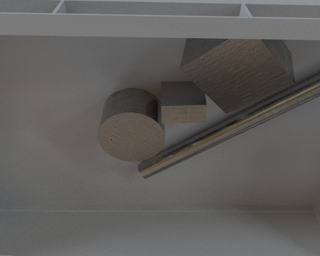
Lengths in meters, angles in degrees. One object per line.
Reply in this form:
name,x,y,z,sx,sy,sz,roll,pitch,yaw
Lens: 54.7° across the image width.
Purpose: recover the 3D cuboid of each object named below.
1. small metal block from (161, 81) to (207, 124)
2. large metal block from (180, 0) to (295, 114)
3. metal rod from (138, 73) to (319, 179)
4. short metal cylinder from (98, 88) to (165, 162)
small metal block,0.027,-0.031,0.366,0.050,0.050,0.025,-2,130,1
large metal block,0.080,-0.070,0.322,0.080,0.050,0.080,-25,128,38
metal rod,0.098,-0.002,0.408,0.300,0.025,0.025,-28,125,21
short metal cylinder,-0.034,-0.003,0.390,0.081,0.050,0.079,0,130,0
